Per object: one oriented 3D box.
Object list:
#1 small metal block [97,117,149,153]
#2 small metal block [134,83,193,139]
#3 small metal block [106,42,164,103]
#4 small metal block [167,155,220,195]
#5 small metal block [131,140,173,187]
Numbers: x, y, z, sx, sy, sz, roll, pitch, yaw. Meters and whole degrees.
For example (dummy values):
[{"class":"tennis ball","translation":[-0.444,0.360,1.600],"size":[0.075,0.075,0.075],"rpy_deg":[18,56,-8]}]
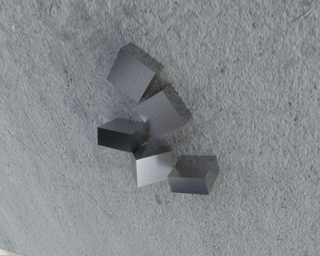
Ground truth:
[{"class":"small metal block","translation":[-0.049,0.008,0.419],"size":[0.050,0.050,0.025],"rpy_deg":[11,111,22]},{"class":"small metal block","translation":[0.004,-0.021,0.392],"size":[0.050,0.025,0.050],"rpy_deg":[-26,104,37]},{"class":"small metal block","translation":[-0.031,-0.068,0.381],"size":[0.050,0.025,0.050],"rpy_deg":[37,129,3]},{"class":"small metal block","translation":[0.045,0.060,0.404],"size":[0.050,0.050,0.025],"rpy_deg":[-2,117,29]},{"class":"small metal block","translation":[-0.011,0.048,0.423],"size":[0.025,0.050,0.050],"rpy_deg":[-124,27,-49]}]
